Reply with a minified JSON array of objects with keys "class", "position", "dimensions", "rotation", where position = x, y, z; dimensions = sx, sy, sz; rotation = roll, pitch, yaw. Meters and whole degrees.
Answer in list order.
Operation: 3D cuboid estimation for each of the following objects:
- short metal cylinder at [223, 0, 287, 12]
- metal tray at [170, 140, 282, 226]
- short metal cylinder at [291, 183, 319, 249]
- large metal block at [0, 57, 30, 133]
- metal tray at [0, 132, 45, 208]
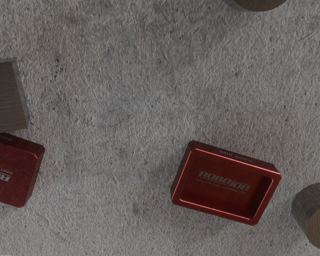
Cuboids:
[{"class":"short metal cylinder","position":[0.104,-0.168,0.335],"dimensions":[0.081,0.050,0.079],"rotation":[0,110,0]},{"class":"metal tray","position":[0.090,0.079,0.436],"dimensions":[0.131,0.030,0.089],"rotation":[17,109,-7]},{"class":"short metal cylinder","position":[0.239,0.126,0.445],"dimensions":[0.081,0.050,0.079],"rotation":[0,110,0]},{"class":"large metal block","position":[-0.208,-0.037,0.369],"dimensions":[0.081,0.050,0.079],"rotation":[-11,111,-16]},{"class":"metal tray","position":[-0.235,0.047,0.422],"dimensions":[0.131,0.030,0.089],"rotation":[20,109,-8]}]
